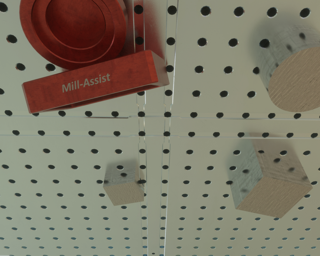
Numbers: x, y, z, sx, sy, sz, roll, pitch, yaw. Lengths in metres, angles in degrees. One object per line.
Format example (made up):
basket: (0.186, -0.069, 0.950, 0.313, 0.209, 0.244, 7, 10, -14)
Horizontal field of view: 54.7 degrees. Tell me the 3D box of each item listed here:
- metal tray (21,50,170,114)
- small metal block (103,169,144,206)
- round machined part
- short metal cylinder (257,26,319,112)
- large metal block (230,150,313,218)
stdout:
metal tray: (-0.061, -0.046, 0.328, 0.131, 0.090, 0.030, -13, 94, 10)
small metal block: (-0.056, 0.095, 0.492, 0.050, 0.025, 0.050, -11, 130, 9)
round machined part: (-0.081, -0.109, 0.307, 0.099, 0.042, 0.097, 0, 131, 0)
short metal cylinder: (0.154, -0.064, 0.343, 0.081, 0.050, 0.079, 0, 130, 0)
large metal block: (0.165, 0.088, 0.473, 0.081, 0.050, 0.079, 15, 129, -13)
